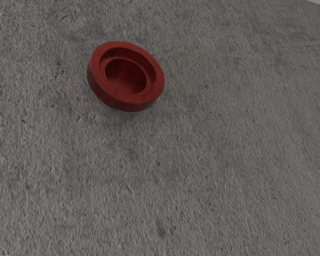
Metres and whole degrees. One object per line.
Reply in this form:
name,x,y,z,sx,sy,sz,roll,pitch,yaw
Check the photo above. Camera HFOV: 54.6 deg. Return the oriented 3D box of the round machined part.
round machined part,-0.047,-0.062,0.405,0.099,0.042,0.098,13,56,-21
